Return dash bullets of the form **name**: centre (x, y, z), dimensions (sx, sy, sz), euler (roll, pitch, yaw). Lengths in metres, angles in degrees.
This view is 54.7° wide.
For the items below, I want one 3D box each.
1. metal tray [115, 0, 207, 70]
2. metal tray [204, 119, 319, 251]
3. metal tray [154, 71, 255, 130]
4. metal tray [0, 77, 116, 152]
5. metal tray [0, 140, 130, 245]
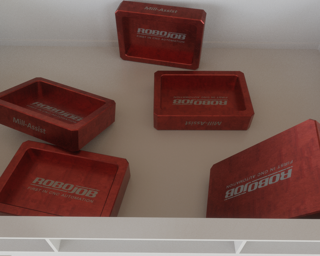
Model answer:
- **metal tray**: centre (0.001, -0.143, 0.482), dimensions (0.131, 0.089, 0.030), euler (9, 51, 7)
- **metal tray**: centre (0.102, 0.058, 0.295), dimensions (0.030, 0.129, 0.090), euler (33, 47, -22)
- **metal tray**: centre (0.057, -0.041, 0.436), dimensions (0.131, 0.030, 0.090), euler (0, 50, -1)
- **metal tray**: centre (-0.135, -0.023, 0.398), dimensions (0.130, 0.030, 0.090), euler (18, 32, 16)
- **metal tray**: centre (-0.108, 0.067, 0.343), dimensions (0.131, 0.030, 0.090), euler (10, 51, 8)
